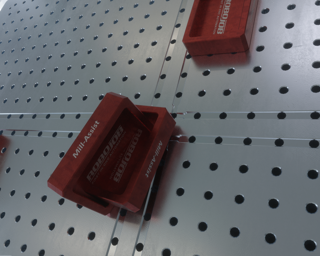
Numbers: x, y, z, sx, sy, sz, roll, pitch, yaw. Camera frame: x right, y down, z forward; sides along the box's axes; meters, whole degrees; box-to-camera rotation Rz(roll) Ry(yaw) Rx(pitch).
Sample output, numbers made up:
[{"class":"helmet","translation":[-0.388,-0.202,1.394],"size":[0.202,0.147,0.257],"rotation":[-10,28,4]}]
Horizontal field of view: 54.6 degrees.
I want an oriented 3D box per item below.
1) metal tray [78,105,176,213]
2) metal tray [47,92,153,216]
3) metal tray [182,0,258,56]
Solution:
[{"class":"metal tray","translation":[-0.044,0.032,0.397],"size":[0.090,0.030,0.130],"rotation":[8,63,33]},{"class":"metal tray","translation":[-0.064,0.033,0.380],"size":[0.030,0.090,0.130],"rotation":[21,73,35]},{"class":"metal tray","translation":[0.093,-0.170,0.461],"size":[0.090,0.030,0.130],"rotation":[2,63,29]}]
